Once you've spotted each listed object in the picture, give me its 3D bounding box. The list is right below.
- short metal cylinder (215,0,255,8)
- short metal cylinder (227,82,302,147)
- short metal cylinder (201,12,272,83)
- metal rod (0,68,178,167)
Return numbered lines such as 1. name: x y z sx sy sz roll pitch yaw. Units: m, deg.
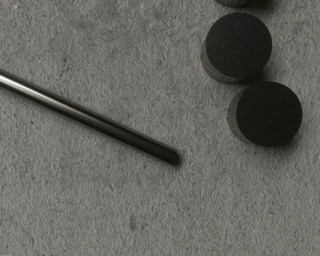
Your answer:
1. short metal cylinder: 0.102 -0.204 0.398 0.081 0.050 0.080 0 90 0
2. short metal cylinder: 0.132 -0.017 0.399 0.081 0.050 0.080 0 90 0
3. short metal cylinder: 0.095 -0.100 0.398 0.081 0.050 0.080 0 90 0
4. metal rod: -0.119 -0.023 0.408 0.301 0.025 0.025 25 90 0
